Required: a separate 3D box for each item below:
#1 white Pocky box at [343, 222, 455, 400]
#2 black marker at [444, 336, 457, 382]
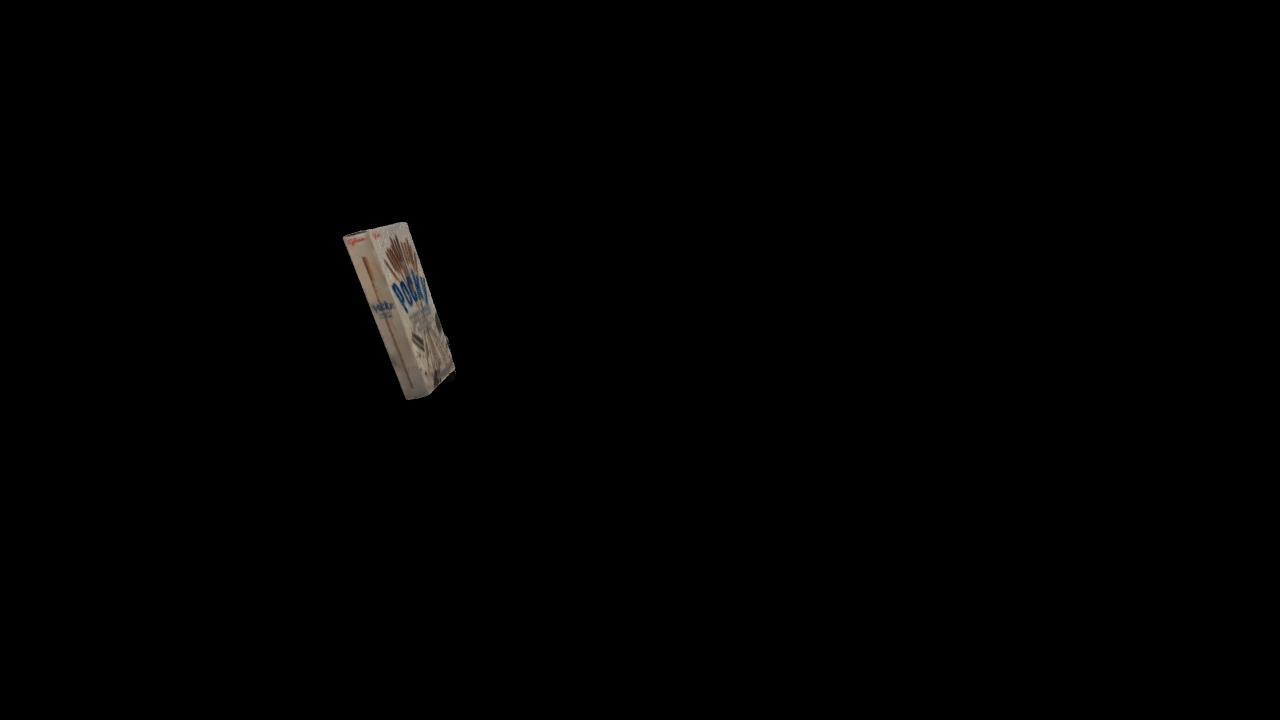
[{"bbox_3d":[-0.219,-0.047,0.574,0.028,0.154,0.084,-12,17,6],"label":"white Pocky box"},{"bbox_3d":[-0.296,-0.003,0.939,0.020,0.020,0.121,0,30,-24],"label":"black marker"}]
